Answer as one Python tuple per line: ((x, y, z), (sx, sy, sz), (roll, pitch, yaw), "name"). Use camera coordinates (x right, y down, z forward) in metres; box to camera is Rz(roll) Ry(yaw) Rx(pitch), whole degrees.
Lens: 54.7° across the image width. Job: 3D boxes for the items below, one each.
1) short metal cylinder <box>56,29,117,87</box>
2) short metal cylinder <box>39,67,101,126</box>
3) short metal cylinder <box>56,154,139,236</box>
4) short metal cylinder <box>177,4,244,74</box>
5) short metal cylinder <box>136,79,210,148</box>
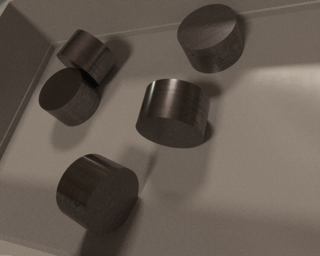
((-0.116, -0.111, 0.497), (0.080, 0.080, 0.050), (26, 76, 36), "short metal cylinder")
((-0.143, -0.049, 0.492), (0.080, 0.050, 0.080), (-13, 56, 20), "short metal cylinder")
((-0.071, 0.076, 0.360), (0.050, 0.080, 0.080), (19, 72, 35), "short metal cylinder")
((0.070, -0.123, 0.427), (0.080, 0.050, 0.080), (-13, 56, 20), "short metal cylinder")
((0.016, -0.015, 0.370), (0.080, 0.080, 0.050), (0, 62, 28), "short metal cylinder")
